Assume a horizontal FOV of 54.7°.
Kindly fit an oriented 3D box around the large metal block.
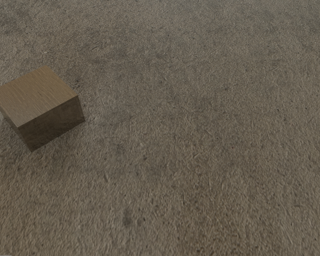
[{"bbox_3d":[-0.160,-0.028,0.409,0.080,0.050,0.080,-35,58,-26],"label":"large metal block"}]
